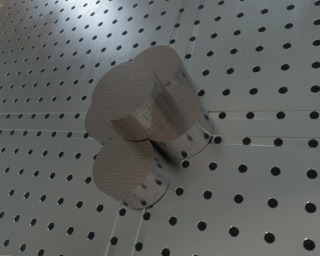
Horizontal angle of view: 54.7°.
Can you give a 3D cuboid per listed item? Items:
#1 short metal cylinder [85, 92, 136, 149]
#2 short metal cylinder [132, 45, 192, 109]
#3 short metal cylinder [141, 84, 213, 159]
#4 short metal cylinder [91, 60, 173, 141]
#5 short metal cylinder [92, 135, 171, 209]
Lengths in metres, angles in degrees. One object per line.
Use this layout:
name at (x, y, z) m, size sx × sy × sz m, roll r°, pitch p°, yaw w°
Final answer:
short metal cylinder at (-0.055, -0.008, 0.426) m, size 0.080 × 0.050 × 0.080 m, roll -13°, pitch 56°, yaw 21°
short metal cylinder at (-0.002, -0.068, 0.434) m, size 0.080 × 0.050 × 0.080 m, roll -12°, pitch 57°, yaw 20°
short metal cylinder at (0.020, -0.008, 0.386) m, size 0.080 × 0.050 × 0.080 m, roll -13°, pitch 56°, yaw 21°
short metal cylinder at (-0.032, -0.032, 0.363) m, size 0.080 × 0.050 × 0.080 m, roll -13°, pitch 56°, yaw 21°
short metal cylinder at (-0.034, 0.052, 0.377) m, size 0.080 × 0.050 × 0.080 m, roll -13°, pitch 54°, yaw 20°
